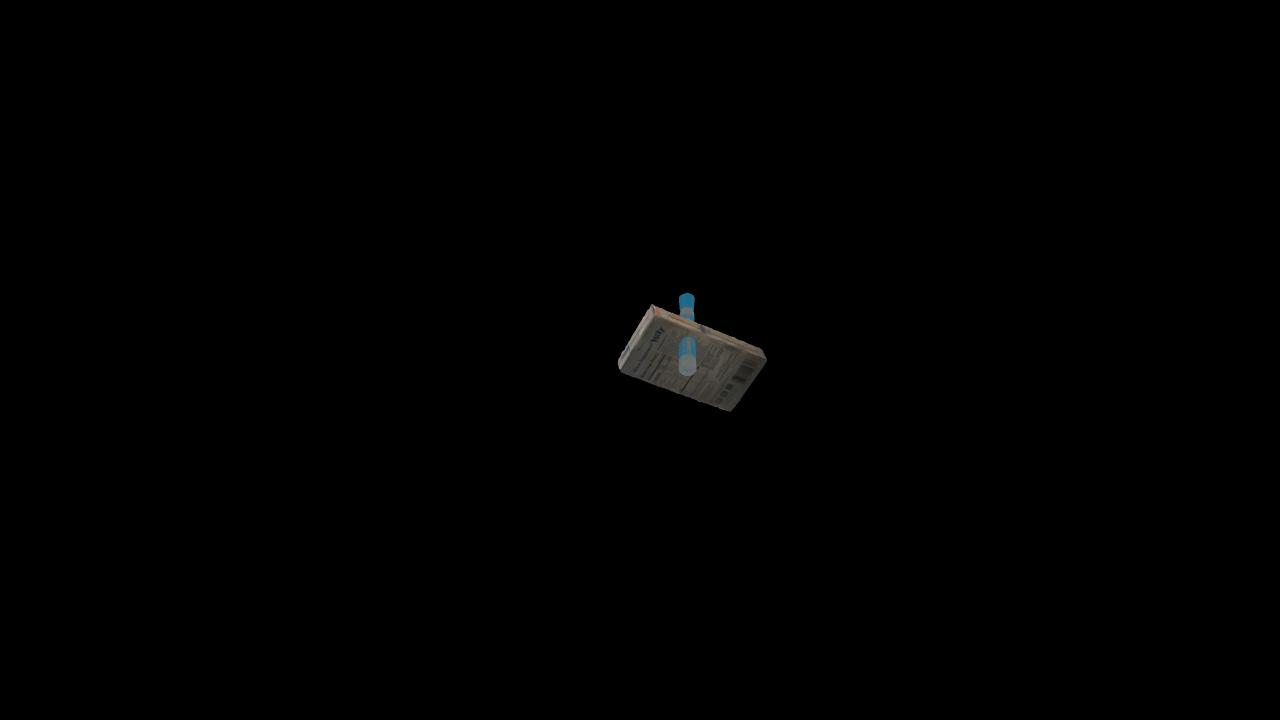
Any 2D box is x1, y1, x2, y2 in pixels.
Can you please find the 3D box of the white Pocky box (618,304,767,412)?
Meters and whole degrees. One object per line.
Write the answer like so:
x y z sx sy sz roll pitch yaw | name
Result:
0.061 0.001 0.703 0.154 0.084 0.028 20 28 -22 | white Pocky box

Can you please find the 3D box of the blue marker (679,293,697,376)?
0.053 -0.032 0.688 0.020 0.121 0.020 2 -43 2 | blue marker
